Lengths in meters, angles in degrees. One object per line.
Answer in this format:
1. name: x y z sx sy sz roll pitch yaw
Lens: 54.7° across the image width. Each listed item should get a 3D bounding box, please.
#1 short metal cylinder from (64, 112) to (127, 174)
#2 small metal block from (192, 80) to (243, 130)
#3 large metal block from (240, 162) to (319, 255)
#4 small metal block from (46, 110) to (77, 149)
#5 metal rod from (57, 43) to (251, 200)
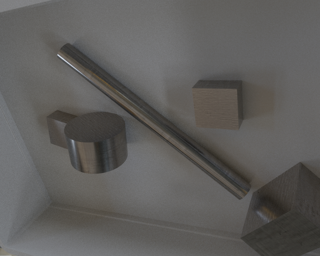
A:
1. short metal cylinder: -0.087 0.018 0.428 0.080 0.080 0.050 12 124 21
2. small metal block: 0.067 -0.027 0.356 0.050 0.025 0.050 4 121 25
3. large metal block: 0.147 0.098 0.356 0.050 0.080 0.080 41 129 0
4. small metal block: -0.146 0.005 0.486 0.050 0.025 0.050 16 125 18
5. metal rod: -0.009 -0.010 0.405 0.300 0.025 0.025 38 129 2
